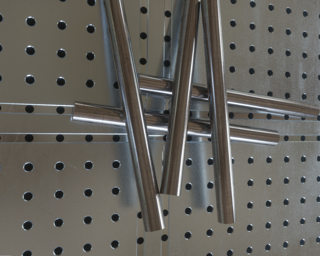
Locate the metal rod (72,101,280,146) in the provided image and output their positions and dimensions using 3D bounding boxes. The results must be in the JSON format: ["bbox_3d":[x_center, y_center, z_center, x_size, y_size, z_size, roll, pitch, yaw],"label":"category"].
[{"bbox_3d":[0.036,-0.003,0.427,0.302,0.025,0.025,7,88,-20],"label":"metal rod"}]

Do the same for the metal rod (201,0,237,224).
[{"bbox_3d":[0.079,-0.023,0.415,0.025,0.025,0.298,-6,92,-20],"label":"metal rod"}]

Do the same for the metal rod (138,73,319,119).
[{"bbox_3d":[0.111,-0.043,0.454,0.302,0.025,0.025,7,88,-20],"label":"metal rod"}]

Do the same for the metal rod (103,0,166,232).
[{"bbox_3d":[-0.034,-0.029,0.375,0.025,0.025,0.298,-9,84,-20],"label":"metal rod"}]

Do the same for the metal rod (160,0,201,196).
[{"bbox_3d":[0.031,-0.065,0.399,0.025,0.025,0.299,12,76,-20],"label":"metal rod"}]
